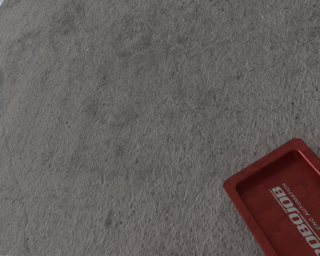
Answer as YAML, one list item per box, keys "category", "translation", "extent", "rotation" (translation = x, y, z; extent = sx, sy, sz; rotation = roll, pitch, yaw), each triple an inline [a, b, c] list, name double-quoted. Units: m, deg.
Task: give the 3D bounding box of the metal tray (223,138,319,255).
- category: "metal tray"
  translation: [0.129, 0.083, 0.281]
  extent: [0.090, 0.030, 0.130]
  rotation: [-33, 51, 6]
